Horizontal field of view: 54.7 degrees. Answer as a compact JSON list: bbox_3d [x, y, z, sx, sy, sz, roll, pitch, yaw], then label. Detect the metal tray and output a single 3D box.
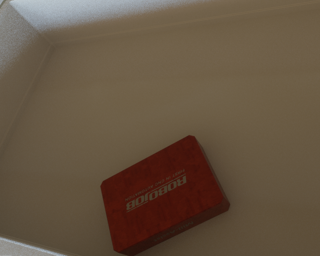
[{"bbox_3d":[0.001,0.076,0.354,0.130,0.030,0.090,-29,52,9],"label":"metal tray"}]
